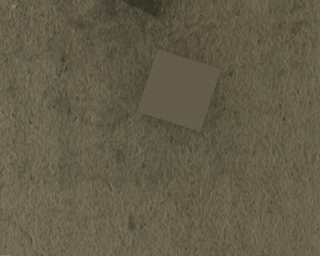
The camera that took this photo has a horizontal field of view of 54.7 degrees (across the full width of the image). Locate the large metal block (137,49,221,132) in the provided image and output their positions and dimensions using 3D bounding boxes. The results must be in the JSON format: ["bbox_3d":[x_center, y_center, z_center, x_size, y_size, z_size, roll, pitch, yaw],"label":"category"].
[{"bbox_3d":[0.023,-0.045,0.398,0.080,0.050,0.080,18,90,-1],"label":"large metal block"}]

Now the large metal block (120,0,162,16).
[{"bbox_3d":[-0.027,-0.205,0.397,0.080,0.050,0.080,24,90,-1],"label":"large metal block"}]
